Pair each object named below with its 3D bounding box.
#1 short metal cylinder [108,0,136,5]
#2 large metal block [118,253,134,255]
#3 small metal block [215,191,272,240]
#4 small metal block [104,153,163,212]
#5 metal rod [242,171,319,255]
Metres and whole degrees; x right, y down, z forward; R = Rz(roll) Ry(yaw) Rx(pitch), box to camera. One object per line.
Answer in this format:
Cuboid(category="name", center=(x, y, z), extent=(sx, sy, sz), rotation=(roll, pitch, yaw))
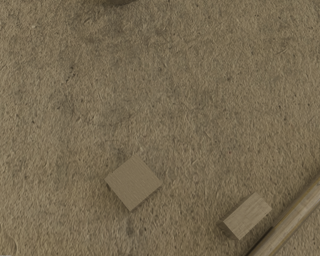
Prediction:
Cuboid(category="short metal cylinder", center=(-0.058, -0.234, 0.464), extent=(0.080, 0.080, 0.050), rotation=(-25, 72, -9))
Cuboid(category="large metal block", center=(-0.031, 0.178, 0.314), extent=(0.050, 0.080, 0.080), rotation=(20, 71, 7))
Cuboid(category="small metal block", center=(0.095, 0.103, 0.358), extent=(0.050, 0.050, 0.025), rotation=(-38, 75, -13))
Cuboid(category="small metal block", center=(-0.032, 0.068, 0.383), extent=(0.050, 0.025, 0.050), rotation=(-39, 75, -13))
Cuboid(category="metal rod", center=(0.155, 0.110, 0.369), extent=(0.301, 0.025, 0.025), rotation=(-41, 75, -14))
